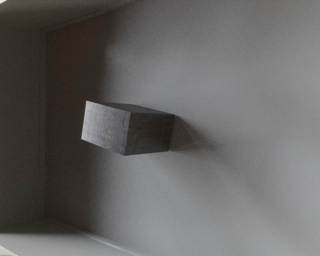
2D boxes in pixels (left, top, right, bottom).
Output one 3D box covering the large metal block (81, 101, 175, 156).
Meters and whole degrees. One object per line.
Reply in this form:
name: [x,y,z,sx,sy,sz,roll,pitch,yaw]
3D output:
large metal block: [-0.041,-0.002,0.399,0.080,0.081,0.050,16,100,38]
